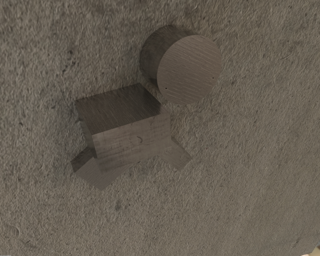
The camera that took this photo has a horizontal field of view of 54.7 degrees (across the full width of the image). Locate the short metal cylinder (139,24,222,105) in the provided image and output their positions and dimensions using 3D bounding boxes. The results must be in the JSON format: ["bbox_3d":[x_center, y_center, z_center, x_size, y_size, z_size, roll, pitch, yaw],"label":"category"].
[{"bbox_3d":[0.023,-0.073,0.358,0.081,0.050,0.079,-14,124,-21],"label":"short metal cylinder"}]

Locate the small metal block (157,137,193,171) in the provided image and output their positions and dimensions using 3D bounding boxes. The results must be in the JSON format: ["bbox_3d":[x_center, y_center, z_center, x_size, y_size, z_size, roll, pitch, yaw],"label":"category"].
[{"bbox_3d":[0.009,0.024,0.411,0.025,0.050,0.050,-46,129,4],"label":"small metal block"}]

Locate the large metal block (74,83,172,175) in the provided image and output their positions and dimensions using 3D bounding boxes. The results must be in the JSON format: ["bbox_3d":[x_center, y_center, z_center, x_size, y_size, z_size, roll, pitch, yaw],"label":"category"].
[{"bbox_3d":[-0.042,-0.004,0.346,0.081,0.080,0.050,-18,126,-18],"label":"large metal block"}]

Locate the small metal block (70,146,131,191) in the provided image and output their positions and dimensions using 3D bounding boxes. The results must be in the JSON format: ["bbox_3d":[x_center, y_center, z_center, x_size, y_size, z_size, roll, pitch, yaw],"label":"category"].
[{"bbox_3d":[-0.075,0.045,0.394,0.050,0.025,0.050,-42,130,1],"label":"small metal block"}]
